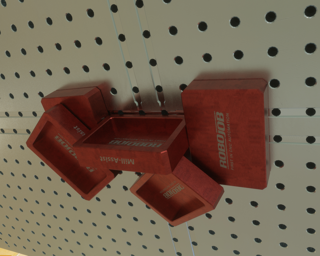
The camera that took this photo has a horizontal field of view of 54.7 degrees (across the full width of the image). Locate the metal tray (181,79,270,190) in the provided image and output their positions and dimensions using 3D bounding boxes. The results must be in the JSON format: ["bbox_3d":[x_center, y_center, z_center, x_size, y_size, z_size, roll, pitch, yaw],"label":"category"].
[{"bbox_3d":[0.081,0.009,0.369,0.090,0.030,0.129,3,120,26],"label":"metal tray"}]

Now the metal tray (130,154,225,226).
[{"bbox_3d":[0.017,0.086,0.427,0.090,0.030,0.129,39,146,0],"label":"metal tray"}]

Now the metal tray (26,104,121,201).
[{"bbox_3d":[-0.126,0.038,0.455,0.130,0.030,0.090,44,128,-3],"label":"metal tray"}]

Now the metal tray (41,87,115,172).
[{"bbox_3d":[-0.115,0.006,0.470,0.090,0.030,0.129,-1,119,28],"label":"metal tray"}]

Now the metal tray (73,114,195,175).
[{"bbox_3d":[-0.031,0.016,0.393,0.130,0.090,0.030,2,119,27],"label":"metal tray"}]
